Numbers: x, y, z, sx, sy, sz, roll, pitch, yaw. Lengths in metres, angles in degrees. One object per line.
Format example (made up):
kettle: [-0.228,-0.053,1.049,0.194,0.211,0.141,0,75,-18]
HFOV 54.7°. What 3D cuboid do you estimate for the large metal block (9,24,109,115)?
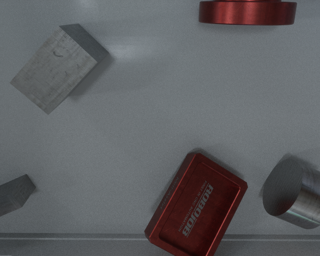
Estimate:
large metal block: [-0.110,-0.071,0.354,0.080,0.080,0.050,-43,105,14]

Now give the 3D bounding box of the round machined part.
round machined part: [0.091,-0.133,0.325,0.099,0.098,0.042,0,111,-1]

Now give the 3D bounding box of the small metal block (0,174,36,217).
small metal block: [-0.210,0.095,0.430,0.050,0.050,0.025,-24,109,8]

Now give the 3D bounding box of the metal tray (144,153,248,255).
metal tray: [0.050,0.109,0.419,0.090,0.030,0.130,33,79,-12]

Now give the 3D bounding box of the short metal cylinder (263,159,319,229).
short metal cylinder: [0.185,0.088,0.417,0.050,0.080,0.080,24,108,-9]
